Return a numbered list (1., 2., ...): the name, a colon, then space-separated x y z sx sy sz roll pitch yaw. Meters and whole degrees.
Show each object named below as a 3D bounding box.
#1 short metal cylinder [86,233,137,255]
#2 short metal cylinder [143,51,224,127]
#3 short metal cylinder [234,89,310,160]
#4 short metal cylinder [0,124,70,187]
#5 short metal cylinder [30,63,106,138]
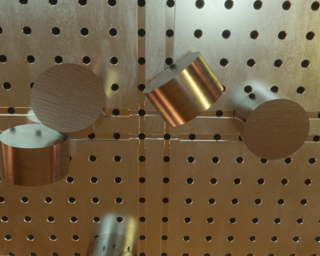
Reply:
1. short metal cylinder: -0.077 0.211 0.477 0.081 0.050 0.079 0 110 -1
2. short metal cylinder: 0.027 -0.046 0.367 0.080 0.080 0.050 -34 107 11
3. short metal cylinder: 0.142 -0.006 0.400 0.081 0.050 0.079 0 110 -1
4. short metal cylinder: -0.157 0.032 0.394 0.081 0.080 0.050 5 110 -2
5. short metal cylinder: -0.106 -0.030 0.369 0.081 0.050 0.080 1 80 -8
